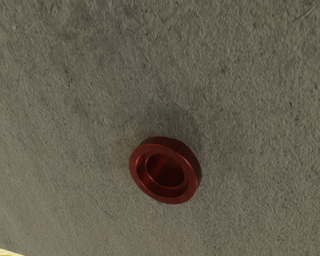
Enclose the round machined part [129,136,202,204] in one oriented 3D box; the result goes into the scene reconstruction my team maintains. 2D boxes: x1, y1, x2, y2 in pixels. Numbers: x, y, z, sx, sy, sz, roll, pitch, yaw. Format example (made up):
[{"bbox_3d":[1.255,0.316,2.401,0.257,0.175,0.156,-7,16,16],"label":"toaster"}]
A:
[{"bbox_3d":[0.011,0.053,0.423,0.098,0.042,0.097,13,124,21],"label":"round machined part"}]
